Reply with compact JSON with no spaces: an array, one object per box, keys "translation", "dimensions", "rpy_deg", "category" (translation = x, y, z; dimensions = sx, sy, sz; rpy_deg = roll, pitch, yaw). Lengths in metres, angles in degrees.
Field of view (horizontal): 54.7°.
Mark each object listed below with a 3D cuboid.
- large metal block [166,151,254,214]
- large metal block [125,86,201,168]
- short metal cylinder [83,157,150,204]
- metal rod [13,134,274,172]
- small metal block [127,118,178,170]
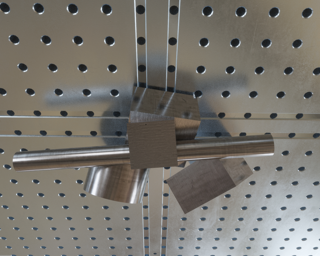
[{"translation":[0.069,0.066,0.419],"dimensions":[0.080,0.050,0.080],"rpy_deg":[-37,165,27],"category":"large metal block"},{"translation":[-0.001,0.000,0.390],"dimensions":[0.081,0.050,0.079],"rpy_deg":[8,130,-7],"category":"large metal block"},{"translation":[-0.057,0.066,0.418],"dimensions":[0.081,0.080,0.050],"rpy_deg":[15,86,-13],"category":"short metal cylinder"},{"translation":[-0.022,0.030,0.367],"dimensions":[0.302,0.025,0.025],"rpy_deg":[-4,130,3],"category":"metal rod"},{"translation":[-0.007,0.017,0.340],"dimensions":[0.050,0.025,0.050],"rpy_deg":[-4,95,3],"category":"small metal block"}]
